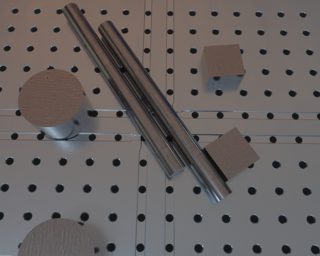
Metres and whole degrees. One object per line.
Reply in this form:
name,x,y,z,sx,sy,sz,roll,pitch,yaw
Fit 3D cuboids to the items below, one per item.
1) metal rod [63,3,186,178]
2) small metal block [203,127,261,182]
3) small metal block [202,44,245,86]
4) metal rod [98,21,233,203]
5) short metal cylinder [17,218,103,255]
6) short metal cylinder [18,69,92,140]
metal rod,-0.058,-0.063,0.434,0.025,0.025,0.299,-31,73,-11
small metal block,0.090,0.035,0.399,0.050,0.025,0.050,-31,73,-11
small metal block,0.090,-0.091,0.445,0.050,0.025,0.050,-4,70,-2
metal rod,-0.001,-0.033,0.423,0.025,0.025,0.299,-31,73,-11
short metal cylinder,-0.108,0.143,0.345,0.081,0.050,0.080,0,70,0
short metal cylinder,-0.136,-0.030,0.408,0.081,0.050,0.080,0,70,0
